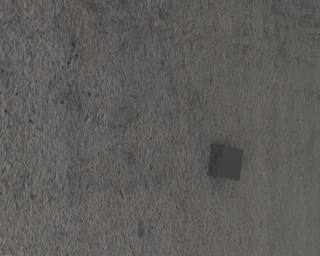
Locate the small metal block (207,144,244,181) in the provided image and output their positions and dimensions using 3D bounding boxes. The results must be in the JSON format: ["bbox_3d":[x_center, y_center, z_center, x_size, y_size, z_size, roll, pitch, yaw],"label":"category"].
[{"bbox_3d":[0.104,0.055,0.491,0.050,0.025,0.050,16,80,-39],"label":"small metal block"}]
